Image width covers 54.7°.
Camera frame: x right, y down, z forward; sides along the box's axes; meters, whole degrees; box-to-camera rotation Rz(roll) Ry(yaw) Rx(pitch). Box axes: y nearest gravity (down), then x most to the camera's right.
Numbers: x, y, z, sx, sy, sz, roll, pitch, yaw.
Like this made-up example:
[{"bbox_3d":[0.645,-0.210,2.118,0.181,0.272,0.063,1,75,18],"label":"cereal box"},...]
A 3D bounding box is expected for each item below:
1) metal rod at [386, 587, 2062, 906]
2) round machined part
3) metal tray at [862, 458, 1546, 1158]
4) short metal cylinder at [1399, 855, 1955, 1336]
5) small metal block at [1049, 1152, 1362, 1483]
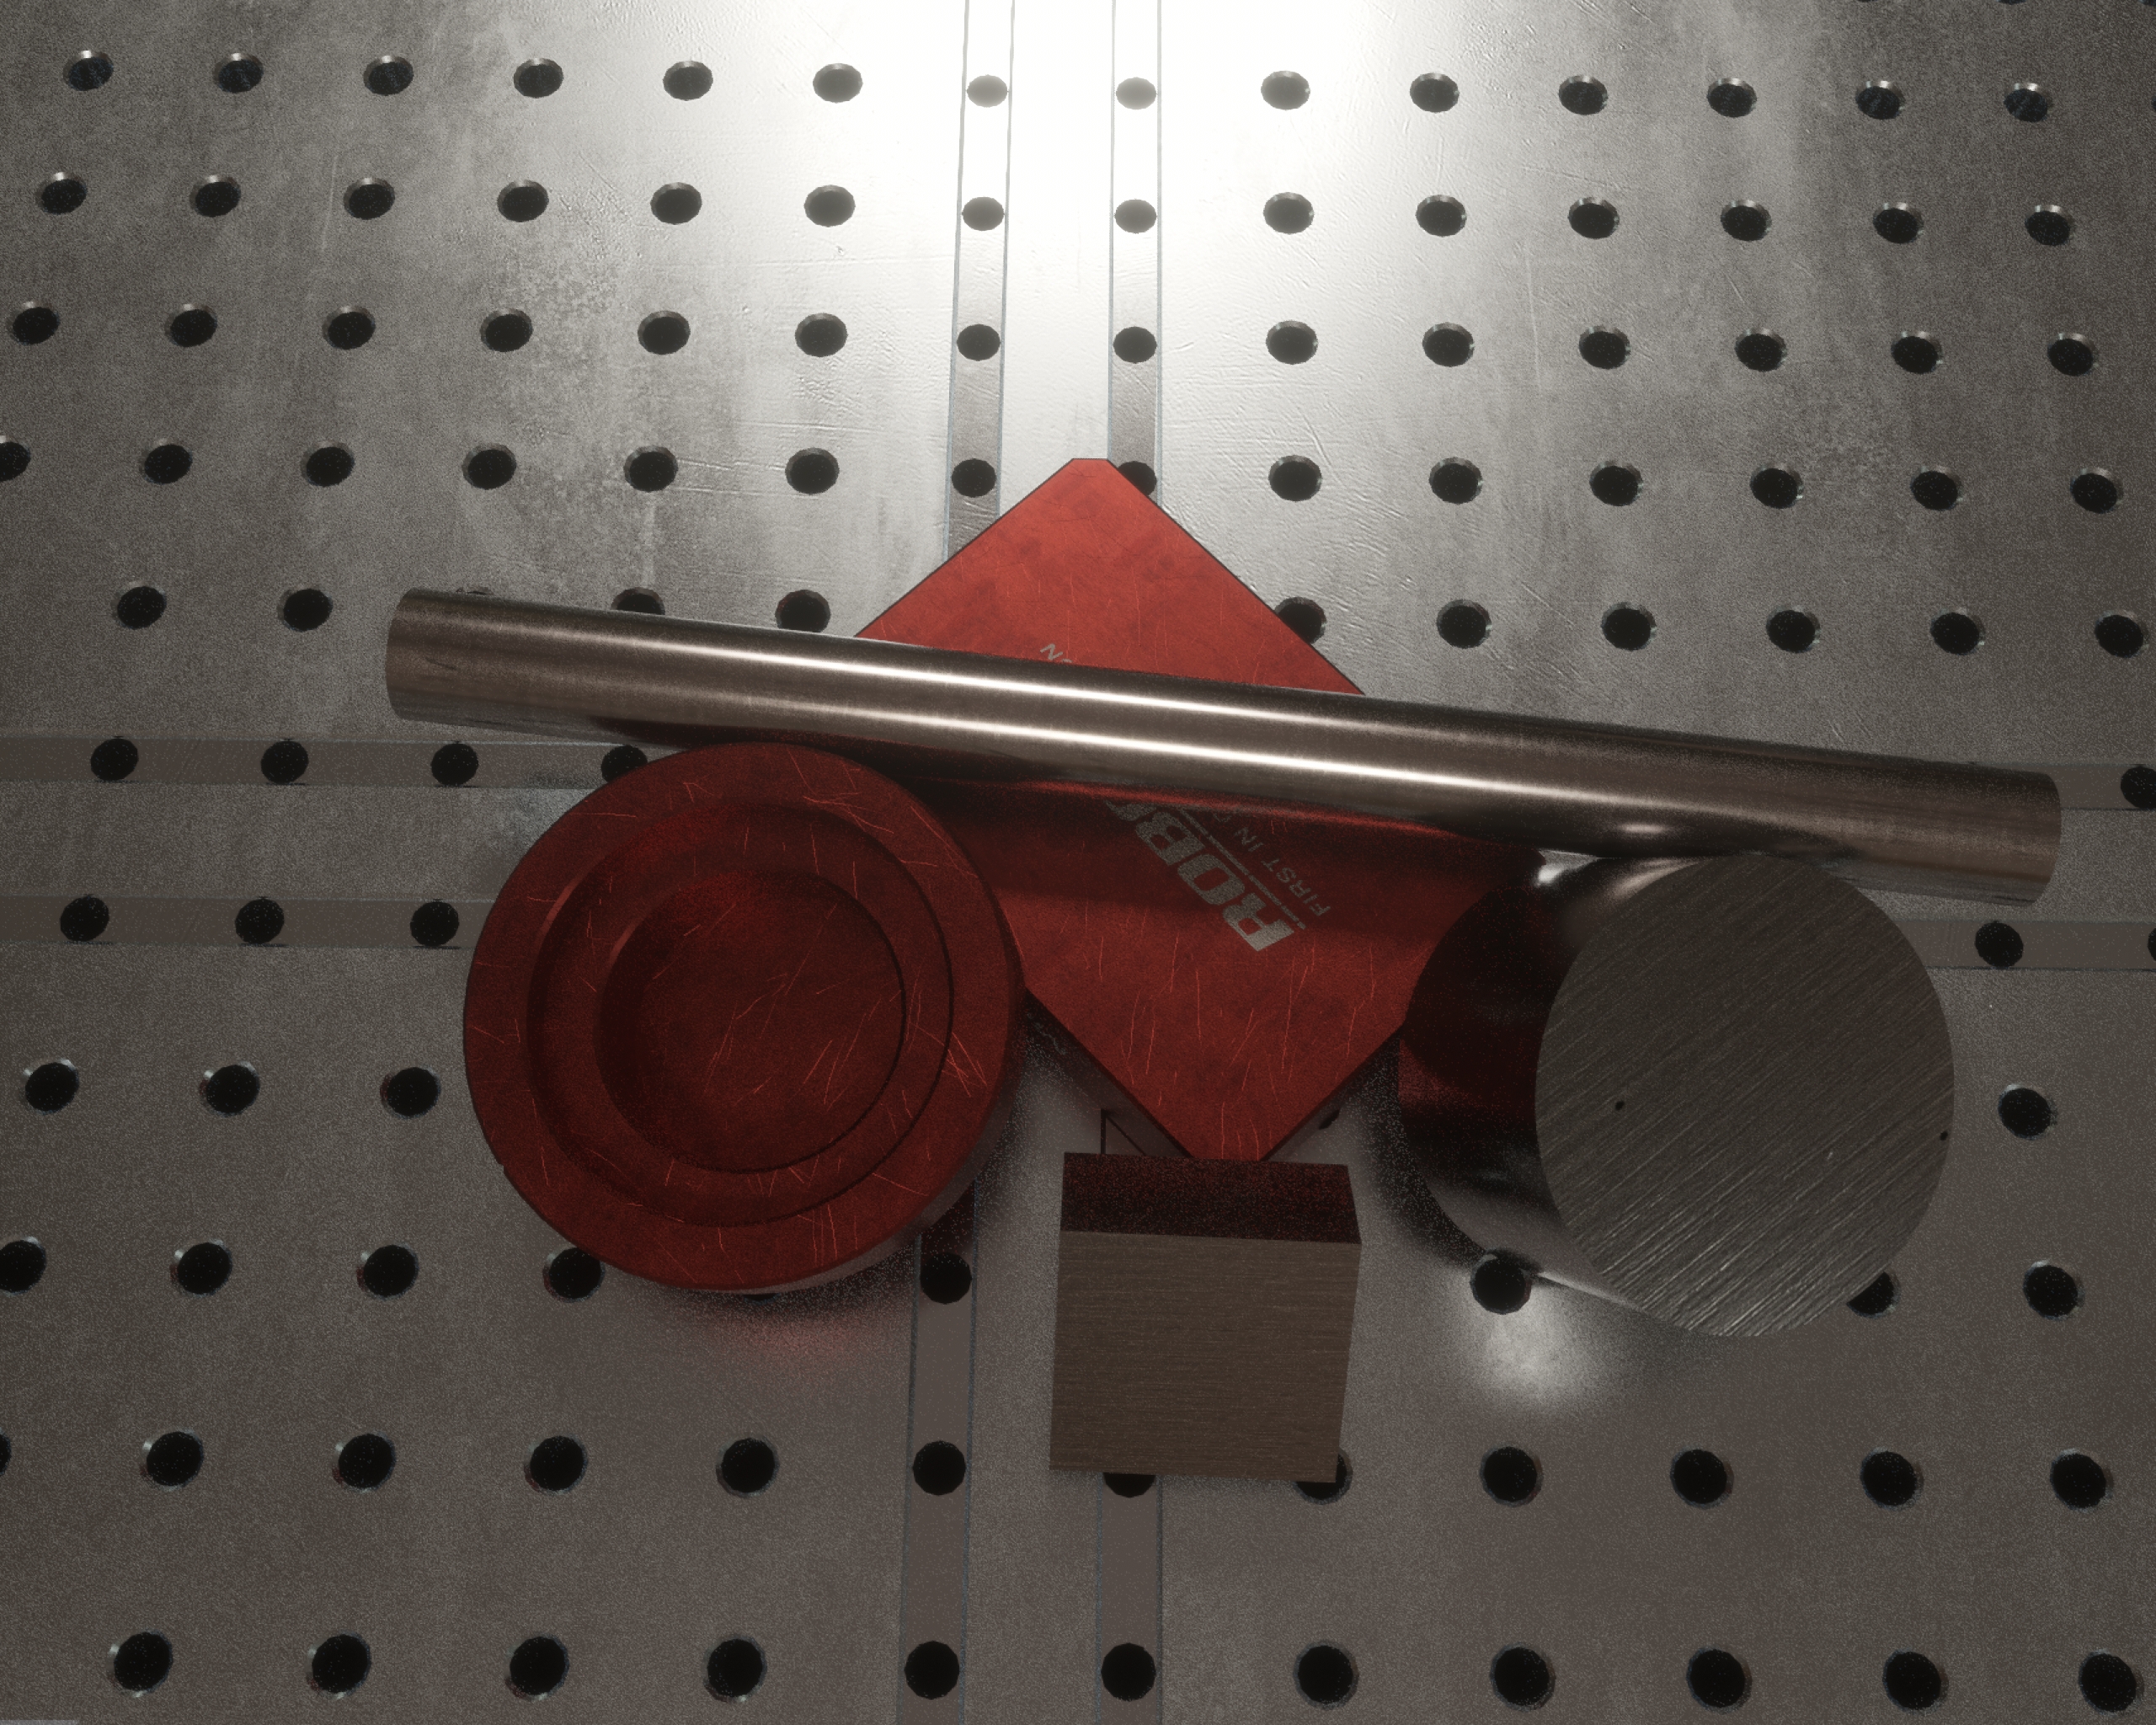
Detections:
[{"bbox_3d":[0.025,-0.022,0.386,0.302,0.025,0.025,7,70,2],"label":"metal rod"},{"bbox_3d":[-0.058,0.030,0.386,0.099,0.042,0.098,-1,76,4],"label":"round machined part"},{"bbox_3d":[0.015,-0.008,0.413,0.090,0.030,0.130,-42,76,-14],"label":"metal tray"},{"bbox_3d":[0.104,0.039,0.369,0.081,0.050,0.079,0,89,-17],"label":"short metal cylinder"},{"bbox_3d":[0.021,0.080,0.368,0.050,0.025,0.050,3,113,0],"label":"small metal block"}]
